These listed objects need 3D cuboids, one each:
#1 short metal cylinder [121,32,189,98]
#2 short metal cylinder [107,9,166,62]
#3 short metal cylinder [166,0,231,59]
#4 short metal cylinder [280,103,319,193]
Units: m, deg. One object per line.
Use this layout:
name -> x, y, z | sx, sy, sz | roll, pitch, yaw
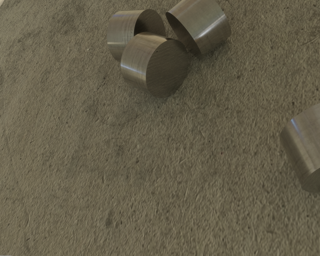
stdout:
short metal cylinder -> -0.006, -0.087, 0.425 | 0.050, 0.080, 0.080 | 29, 77, 37
short metal cylinder -> -0.034, -0.137, 0.471 | 0.050, 0.080, 0.080 | 11, 67, 33
short metal cylinder -> 0.053, -0.142, 0.428 | 0.050, 0.080, 0.080 | -39, 51, 2
short metal cylinder -> 0.156, 0.017, 0.276 | 0.080, 0.080, 0.050 | -23, 54, 15
